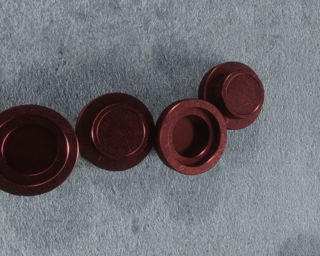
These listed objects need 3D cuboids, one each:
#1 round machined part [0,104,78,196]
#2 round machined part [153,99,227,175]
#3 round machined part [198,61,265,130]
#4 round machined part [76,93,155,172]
[{"bbox_3d":[-0.144,0.024,0.347,0.099,0.042,0.097,0,90,-20],"label":"round machined part"},{"bbox_3d":[0.036,0.010,0.410,0.099,0.042,0.097,-2,95,-25],"label":"round machined part"},{"bbox_3d":[0.107,-0.046,0.439,0.099,0.042,0.097,0,90,-20],"label":"round machined part"},{"bbox_3d":[-0.052,0.005,0.381,0.099,0.042,0.097,0,90,-20],"label":"round machined part"}]
